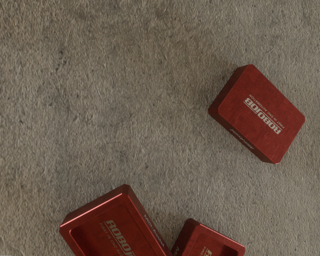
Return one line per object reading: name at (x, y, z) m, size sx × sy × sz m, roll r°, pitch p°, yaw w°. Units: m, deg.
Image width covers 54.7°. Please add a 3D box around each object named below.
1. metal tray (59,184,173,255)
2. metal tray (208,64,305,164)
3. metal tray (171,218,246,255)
metal tray at (-0.046, 0.144, 0.373) m, size 0.090 × 0.030 × 0.130 m, roll -29°, pitch 100°, yaw 3°
metal tray at (0.146, -0.019, 0.460) m, size 0.130 × 0.030 × 0.090 m, roll 39°, pitch 77°, yaw -16°
metal tray at (0.051, 0.203, 0.425) m, size 0.090 × 0.030 × 0.130 m, roll 31°, pitch 80°, yaw -18°
